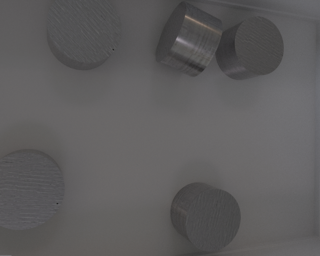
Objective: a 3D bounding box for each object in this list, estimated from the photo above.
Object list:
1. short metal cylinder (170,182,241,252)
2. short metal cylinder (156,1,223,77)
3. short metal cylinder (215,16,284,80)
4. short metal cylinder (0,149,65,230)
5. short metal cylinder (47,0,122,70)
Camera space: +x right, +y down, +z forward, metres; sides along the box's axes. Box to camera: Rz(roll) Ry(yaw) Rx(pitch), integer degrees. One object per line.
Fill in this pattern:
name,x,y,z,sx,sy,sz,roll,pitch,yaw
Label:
short metal cylinder,0.061,0.118,0.420,0.081,0.050,0.080,0,90,-20
short metal cylinder,0.035,-0.111,0.394,0.050,0.080,0.080,20,83,-19
short metal cylinder,0.127,-0.112,0.444,0.081,0.050,0.080,0,90,-20
short metal cylinder,-0.149,0.065,0.342,0.081,0.050,0.080,0,90,-20
short metal cylinder,-0.090,-0.112,0.364,0.081,0.050,0.080,0,90,-20
